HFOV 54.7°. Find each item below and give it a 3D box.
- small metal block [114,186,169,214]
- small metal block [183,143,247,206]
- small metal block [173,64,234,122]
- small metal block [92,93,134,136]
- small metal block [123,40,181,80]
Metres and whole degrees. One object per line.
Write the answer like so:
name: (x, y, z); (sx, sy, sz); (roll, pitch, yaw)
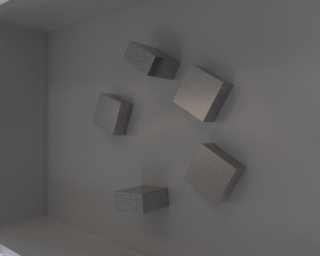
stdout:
small metal block: (-0.024, 0.094, 0.410); (0.050, 0.050, 0.025); (-5, 87, 40)
small metal block: (0.062, 0.052, 0.356); (0.050, 0.025, 0.050); (38, 113, 33)
small metal block: (0.050, -0.041, 0.366); (0.050, 0.025, 0.050); (38, 113, 33)
small metal block: (-0.071, -0.021, 0.466); (0.050, 0.025, 0.050); (26, 106, 37)
small metal block: (-0.010, -0.087, 0.399); (0.050, 0.050, 0.025); (39, 114, 33)
